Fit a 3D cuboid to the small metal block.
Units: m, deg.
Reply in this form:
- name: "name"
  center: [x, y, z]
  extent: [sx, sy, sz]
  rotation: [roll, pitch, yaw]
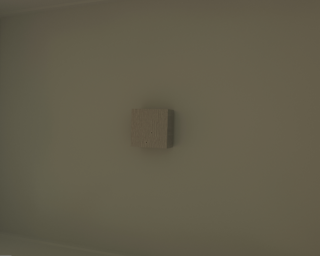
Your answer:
- name: "small metal block"
  center: [-0.010, 0.000, 0.410]
  extent: [0.050, 0.025, 0.050]
  rotation: [2, 91, 20]
